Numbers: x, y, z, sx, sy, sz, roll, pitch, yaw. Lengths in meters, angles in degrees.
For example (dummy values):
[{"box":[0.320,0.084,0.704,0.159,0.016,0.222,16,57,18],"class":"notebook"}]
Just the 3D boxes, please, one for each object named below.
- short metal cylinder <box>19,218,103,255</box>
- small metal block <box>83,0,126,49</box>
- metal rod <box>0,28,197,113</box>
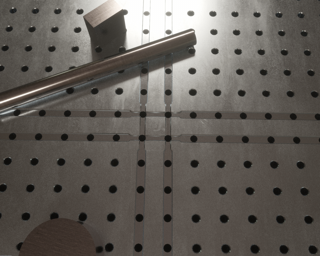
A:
[{"box":[-0.107,0.143,0.345,0.081,0.050,0.080,0,70,0],"class":"short metal cylinder"},{"box":[-0.079,-0.152,0.453,0.050,0.050,0.025,-38,75,-13],"class":"small metal block"},{"box":[-0.090,-0.083,0.440,0.302,0.025,0.025,-21,72,-8],"class":"metal rod"}]
